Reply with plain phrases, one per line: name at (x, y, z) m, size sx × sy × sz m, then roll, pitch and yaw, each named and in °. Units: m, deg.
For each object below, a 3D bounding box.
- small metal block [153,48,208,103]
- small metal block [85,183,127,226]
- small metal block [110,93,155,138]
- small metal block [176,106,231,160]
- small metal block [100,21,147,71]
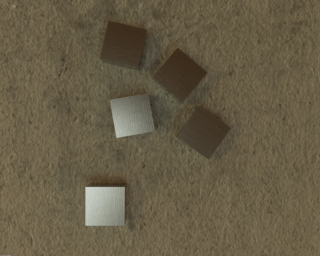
small metal block at (0.026, -0.068, 0.410) m, size 0.050 × 0.025 × 0.050 m, roll 40°, pitch 90°, yaw -1°
small metal block at (-0.070, 0.100, 0.409) m, size 0.050 × 0.025 × 0.050 m, roll 0°, pitch 90°, yaw -1°
small metal block at (-0.035, -0.016, 0.410) m, size 0.050 × 0.025 × 0.050 m, roll -10°, pitch 90°, yaw -1°
small metal block at (0.057, 0.006, 0.411) m, size 0.050 × 0.025 × 0.050 m, roll 35°, pitch 90°, yaw -1°
small metal block at (-0.047, -0.108, 0.409) m, size 0.050 × 0.025 × 0.050 m, roll 13°, pitch 90°, yaw -1°
